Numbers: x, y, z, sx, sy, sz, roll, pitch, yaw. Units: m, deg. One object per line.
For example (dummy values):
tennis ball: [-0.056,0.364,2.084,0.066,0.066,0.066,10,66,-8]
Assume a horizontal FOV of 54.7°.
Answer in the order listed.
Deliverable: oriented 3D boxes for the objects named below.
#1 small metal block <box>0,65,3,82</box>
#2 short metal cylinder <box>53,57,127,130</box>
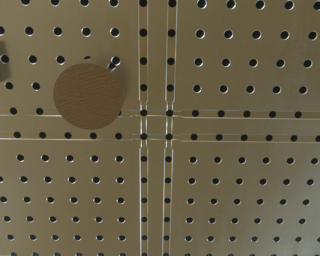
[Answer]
small metal block: [-0.229,-0.080,0.382,0.050,0.025,0.050,0,110,0]
short metal cylinder: [-0.083,-0.044,0.383,0.081,0.050,0.079,0,110,0]
